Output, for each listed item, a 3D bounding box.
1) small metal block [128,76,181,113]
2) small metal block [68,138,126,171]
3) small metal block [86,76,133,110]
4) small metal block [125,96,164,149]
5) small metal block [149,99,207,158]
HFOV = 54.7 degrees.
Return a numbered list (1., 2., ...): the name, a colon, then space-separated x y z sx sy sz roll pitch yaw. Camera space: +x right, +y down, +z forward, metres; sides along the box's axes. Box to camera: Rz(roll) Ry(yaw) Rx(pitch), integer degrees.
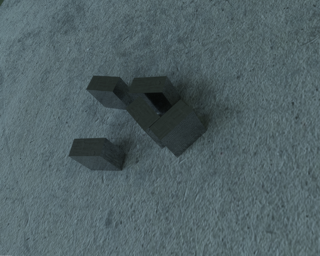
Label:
1. small metal block: -0.006 -0.044 0.418 0.050 0.050 0.025 2 63 29
2. small metal block: -0.082 0.036 0.409 0.050 0.050 0.025 -3 61 27
3. small metal block: -0.070 -0.051 0.456 0.050 0.050 0.025 8 66 32
4. small metal block: -0.011 -0.007 0.398 0.025 0.050 0.050 -42 51 0
5. small metal block: 0.023 0.002 0.375 0.050 0.050 0.025 -43 51 -1
